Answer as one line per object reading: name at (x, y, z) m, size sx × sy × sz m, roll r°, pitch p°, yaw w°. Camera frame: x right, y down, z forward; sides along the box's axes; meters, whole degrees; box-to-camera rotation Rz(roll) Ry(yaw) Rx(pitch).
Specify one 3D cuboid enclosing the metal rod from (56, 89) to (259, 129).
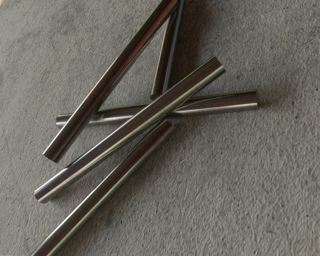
metal rod at (-0.020, -0.022, 0.427) m, size 0.300 × 0.025 × 0.025 m, roll -5°, pitch 60°, yaw 25°

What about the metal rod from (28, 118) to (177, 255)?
metal rod at (-0.091, 0.102, 0.389) m, size 0.300 × 0.025 × 0.025 m, roll -46°, pitch 51°, yaw -4°

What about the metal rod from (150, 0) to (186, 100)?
metal rod at (0.023, -0.172, 0.497) m, size 0.025 × 0.025 × 0.300 m, roll -4°, pitch 60°, yaw 26°

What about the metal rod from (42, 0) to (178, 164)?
metal rod at (-0.066, -0.079, 0.453) m, size 0.025 × 0.025 × 0.300 m, roll 26°, pitch 76°, yaw 37°

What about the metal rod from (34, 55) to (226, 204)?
metal rod at (-0.047, 0.009, 0.401) m, size 0.300 × 0.025 × 0.025 m, roll -36°, pitch 51°, yaw 12°
